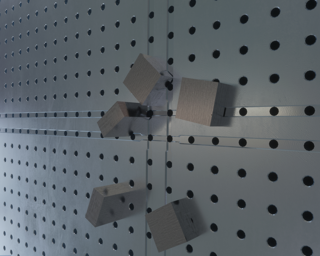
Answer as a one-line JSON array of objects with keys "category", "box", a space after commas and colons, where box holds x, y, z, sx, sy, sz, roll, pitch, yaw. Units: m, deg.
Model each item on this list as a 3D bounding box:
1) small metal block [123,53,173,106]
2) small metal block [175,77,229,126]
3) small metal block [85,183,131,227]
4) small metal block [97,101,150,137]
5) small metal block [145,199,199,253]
[{"category": "small metal block", "box": [-0.017, -0.066, 0.425, 0.050, 0.025, 0.050, 50, 119, 28]}, {"category": "small metal block", "box": [0.050, -0.031, 0.369, 0.050, 0.025, 0.050, 16, 100, 39]}, {"category": "small metal block", "box": [-0.077, 0.113, 0.458, 0.025, 0.050, 0.050, 29, 109, 36]}, {"category": "small metal block", "box": [-0.051, -0.011, 0.437, 0.050, 0.050, 0.025, -41, 65, 32]}, {"category": "small metal block", "box": [0.014, 0.125, 0.399, 0.050, 0.025, 0.050, -36, 68, 34]}]
